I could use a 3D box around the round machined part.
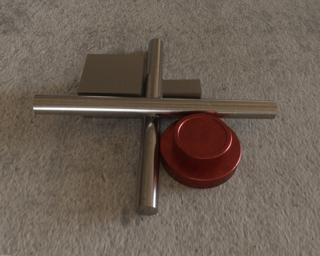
[{"bbox_3d":[0.049,0.021,0.376,0.099,0.042,0.098,0,50,0],"label":"round machined part"}]

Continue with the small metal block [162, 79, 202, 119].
[{"bbox_3d":[0.028,-0.039,0.422,0.050,0.050,0.025,-1,50,-1],"label":"small metal block"}]

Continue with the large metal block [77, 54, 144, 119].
[{"bbox_3d":[-0.064,-0.059,0.436,0.081,0.050,0.080,1,50,0],"label":"large metal block"}]

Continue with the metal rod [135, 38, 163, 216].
[{"bbox_3d":[-0.011,-0.026,0.427,0.025,0.025,0.300,1,50,1],"label":"metal rod"}]

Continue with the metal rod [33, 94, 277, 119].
[{"bbox_3d":[-0.002,-0.026,0.394,0.302,0.025,0.025,1,50,-5],"label":"metal rod"}]
